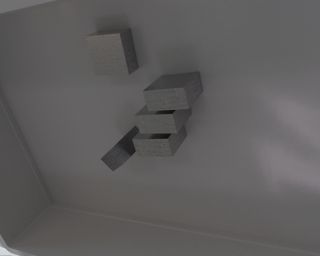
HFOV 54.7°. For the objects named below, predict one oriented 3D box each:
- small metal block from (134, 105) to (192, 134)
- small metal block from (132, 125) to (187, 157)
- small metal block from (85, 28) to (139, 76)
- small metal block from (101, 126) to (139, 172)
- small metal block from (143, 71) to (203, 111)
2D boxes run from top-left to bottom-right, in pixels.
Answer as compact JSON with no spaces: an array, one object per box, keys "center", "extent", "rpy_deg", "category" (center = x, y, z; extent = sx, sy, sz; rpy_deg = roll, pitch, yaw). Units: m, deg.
[{"center":[0.005,-0.016,0.380],"extent":[0.050,0.050,0.025],"rpy_deg":[-1,118,28],"category":"small metal block"},{"center":[0.001,0.013,0.400],"extent":[0.050,0.050,0.025],"rpy_deg":[-2,117,29],"category":"small metal block"},{"center":[-0.059,-0.093,0.382],"extent":[0.050,0.025,0.050],"rpy_deg":[4,120,26],"category":"small metal block"},{"center":[-0.050,0.029,0.428],"extent":[0.025,0.050,0.050],"rpy_deg":[46,148,-4],"category":"small metal block"},{"center":[0.016,-0.043,0.357],"extent":[0.050,0.050,0.025],"rpy_deg":[-1,118,29],"category":"small metal block"}]
